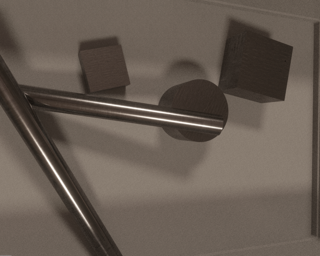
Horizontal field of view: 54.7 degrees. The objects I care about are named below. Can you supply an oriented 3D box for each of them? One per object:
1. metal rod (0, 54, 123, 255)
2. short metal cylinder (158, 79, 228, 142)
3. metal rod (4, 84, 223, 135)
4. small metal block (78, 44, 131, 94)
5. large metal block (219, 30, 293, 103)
[{"bbox_3d":[-0.117,0.041,0.341,0.025,0.025,0.299,-31,110,-18],"label":"metal rod"},{"bbox_3d":[0.043,-0.022,0.414,0.081,0.050,0.079,0,90,-21],"label":"short metal cylinder"},{"bbox_3d":[-0.076,-0.024,0.351,0.302,0.025,0.025,8,87,-8],"label":"metal rod"},{"bbox_3d":[-0.069,-0.073,0.385,0.050,0.025,0.050,-15,95,-20],"label":"small metal block"},{"bbox_3d":[0.138,-0.085,0.450,0.081,0.050,0.080,12,86,-20],"label":"large metal block"}]
